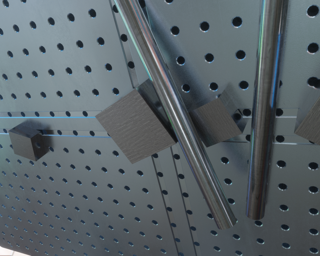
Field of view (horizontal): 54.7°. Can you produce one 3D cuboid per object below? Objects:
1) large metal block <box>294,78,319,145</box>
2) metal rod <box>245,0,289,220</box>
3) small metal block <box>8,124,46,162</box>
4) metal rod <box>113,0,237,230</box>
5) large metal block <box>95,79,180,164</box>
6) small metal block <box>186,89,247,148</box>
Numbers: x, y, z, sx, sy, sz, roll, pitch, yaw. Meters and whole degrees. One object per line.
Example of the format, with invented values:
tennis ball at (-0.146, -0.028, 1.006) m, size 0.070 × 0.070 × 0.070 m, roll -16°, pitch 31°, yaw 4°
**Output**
large metal block at (0.185, -0.019, 0.286) m, size 0.080 × 0.050 × 0.079 m, roll 27°, pitch 128°, yaw 11°
metal rod at (0.114, -0.015, 0.341) m, size 0.025 × 0.025 × 0.298 m, roll 9°, pitch 122°, yaw 23°
small metal block at (-0.236, 0.026, 0.553) m, size 0.050 × 0.025 × 0.050 m, roll 15°, pitch 125°, yaw 19°
metal rod at (0.019, -0.018, 0.359) m, size 0.025 × 0.025 × 0.299 m, roll -20°, pitch 99°, yaw 35°
large metal block at (-0.022, -0.010, 0.400) m, size 0.080 × 0.050 × 0.080 m, roll -28°, pitch 103°, yaw 37°
small metal block at (0.066, -0.011, 0.370) m, size 0.050 × 0.025 × 0.050 m, roll -27°, pitch 104°, yaw 37°
